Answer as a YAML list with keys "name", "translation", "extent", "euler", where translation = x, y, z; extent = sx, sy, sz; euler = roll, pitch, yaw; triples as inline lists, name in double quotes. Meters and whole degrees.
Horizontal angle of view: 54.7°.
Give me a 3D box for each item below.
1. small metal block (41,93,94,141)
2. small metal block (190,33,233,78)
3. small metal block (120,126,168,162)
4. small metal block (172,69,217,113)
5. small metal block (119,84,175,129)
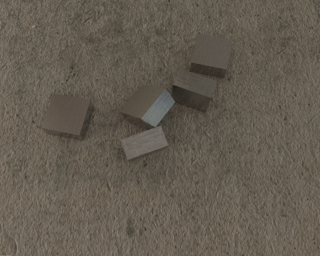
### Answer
- name: "small metal block"
  translation: [-0.121, -0.014, 0.412]
  extent: [0.050, 0.025, 0.050]
  euler: [11, 70, 4]
- name: "small metal block"
  translation: [0.073, -0.104, 0.446]
  extent: [0.050, 0.025, 0.050]
  euler: [12, 70, 4]
- name: "small metal block"
  translation: [-0.020, 0.021, 0.385]
  extent: [0.050, 0.050, 0.025]
  euler: [-19, 82, -7]
- name: "small metal block"
  translation: [0.044, -0.048, 0.413]
  extent: [0.050, 0.050, 0.025]
  euler: [20, 72, 7]
- name: "small metal block"
  translation: [-0.017, -0.028, 0.404]
  extent: [0.050, 0.025, 0.050]
  euler: [19, 65, 49]
